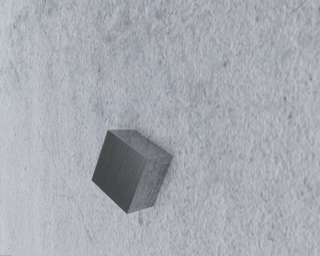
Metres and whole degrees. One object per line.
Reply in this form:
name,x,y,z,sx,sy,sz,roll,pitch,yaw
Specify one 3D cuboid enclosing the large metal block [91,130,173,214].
large metal block,-0.040,0.056,0.423,0.080,0.050,0.080,33,110,35
